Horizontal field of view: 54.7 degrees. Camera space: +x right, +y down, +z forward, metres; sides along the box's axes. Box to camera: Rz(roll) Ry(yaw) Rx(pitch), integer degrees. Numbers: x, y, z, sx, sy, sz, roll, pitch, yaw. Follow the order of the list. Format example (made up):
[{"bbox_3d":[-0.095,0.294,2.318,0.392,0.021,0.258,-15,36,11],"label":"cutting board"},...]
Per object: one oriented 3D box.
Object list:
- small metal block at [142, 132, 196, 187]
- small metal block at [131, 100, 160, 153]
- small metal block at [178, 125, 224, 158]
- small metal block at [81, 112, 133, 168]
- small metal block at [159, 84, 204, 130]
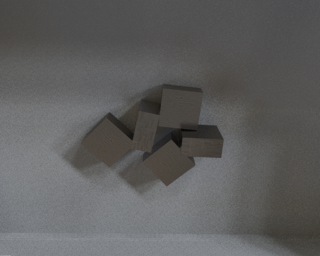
[{"bbox_3d":[0.012,0.043,0.425,0.050,0.025,0.050,-39,106,12],"label":"small metal block"},{"bbox_3d":[-0.018,-0.003,0.394,0.025,0.050,0.050,12,110,-5],"label":"small metal block"},{"bbox_3d":[0.052,0.016,0.402,0.050,0.050,0.025,3,110,-2],"label":"small metal block"},{"bbox_3d":[-0.068,0.016,0.414,0.050,0.025,0.050,-43,105,14],"label":"small metal block"},{"bbox_3d":[0.026,-0.027,0.400,0.050,0.025,0.050,6,110,-3],"label":"small metal block"}]
